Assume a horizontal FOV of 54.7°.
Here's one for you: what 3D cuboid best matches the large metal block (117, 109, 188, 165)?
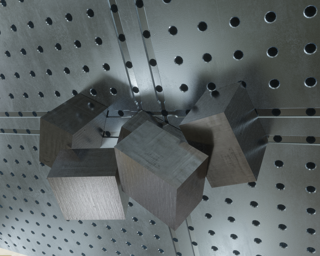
[{"bbox_3d":[-0.014,0.034,0.421,0.080,0.050,0.079,28,128,10],"label":"large metal block"}]

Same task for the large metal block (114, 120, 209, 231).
[{"bbox_3d":[0.001,0.051,0.335,0.080,0.050,0.080,30,143,28],"label":"large metal block"}]

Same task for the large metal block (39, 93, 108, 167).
[{"bbox_3d":[-0.123,0.009,0.443,0.050,0.080,0.079,27,128,11],"label":"large metal block"}]

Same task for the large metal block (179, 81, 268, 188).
[{"bbox_3d":[0.074,0.006,0.339,0.050,0.080,0.080,-17,110,34],"label":"large metal block"}]

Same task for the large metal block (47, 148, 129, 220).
[{"bbox_3d":[-0.086,0.073,0.399,0.080,0.050,0.079,-2,127,5],"label":"large metal block"}]
